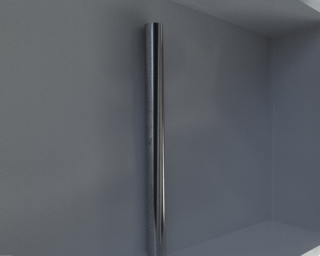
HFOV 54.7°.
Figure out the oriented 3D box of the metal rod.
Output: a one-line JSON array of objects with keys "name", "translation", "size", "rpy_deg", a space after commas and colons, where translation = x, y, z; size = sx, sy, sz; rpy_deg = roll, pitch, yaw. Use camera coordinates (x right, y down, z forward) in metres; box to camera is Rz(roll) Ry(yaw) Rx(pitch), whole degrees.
[{"name": "metal rod", "translation": [-0.006, 0.016, 0.403], "size": [0.025, 0.025, 0.298], "rpy_deg": [-1, 91, -40]}]
